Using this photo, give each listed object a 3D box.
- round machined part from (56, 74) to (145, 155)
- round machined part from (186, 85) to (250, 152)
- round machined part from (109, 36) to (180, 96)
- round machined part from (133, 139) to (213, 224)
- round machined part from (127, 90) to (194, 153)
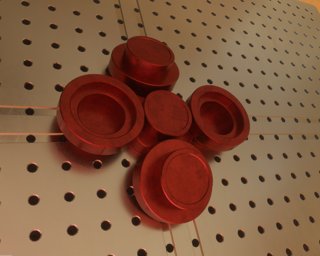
[{"bbox_3d":[-0.072,-0.012,0.367,0.099,0.042,0.098,14,56,-21],"label":"round machined part"},{"bbox_3d":[0.077,-0.010,0.446,0.099,0.042,0.098,14,56,-21],"label":"round machined part"},{"bbox_3d":[-0.018,-0.091,0.430,0.099,0.042,0.098,14,43,-13],"label":"round machined part"},{"bbox_3d":[0.022,0.060,0.359,0.099,0.042,0.098,8,73,-27],"label":"round machined part"},{"bbox_3d":[0.003,-0.011,0.405,0.099,0.042,0.098,14,56,-21],"label":"round machined part"}]
